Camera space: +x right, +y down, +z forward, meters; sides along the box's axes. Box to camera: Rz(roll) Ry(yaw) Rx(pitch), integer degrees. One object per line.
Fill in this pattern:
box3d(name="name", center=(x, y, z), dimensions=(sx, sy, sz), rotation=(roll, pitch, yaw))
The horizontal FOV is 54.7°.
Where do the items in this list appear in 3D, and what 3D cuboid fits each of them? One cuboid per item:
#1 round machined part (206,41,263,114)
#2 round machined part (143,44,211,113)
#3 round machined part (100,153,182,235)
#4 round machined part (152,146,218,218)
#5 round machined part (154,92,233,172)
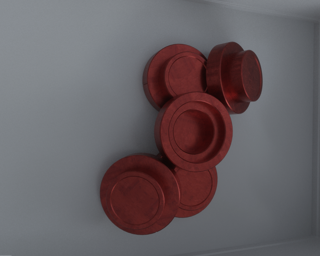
box3d(name="round machined part", center=(0.106, -0.068, 0.417), dimensions=(0.099, 0.042, 0.097), rotation=(5, 84, -50))
box3d(name="round machined part", center=(0.030, -0.063, 0.411), dimensions=(0.099, 0.042, 0.097), rotation=(0, 90, -21))
box3d(name="round machined part", center=(-0.025, 0.081, 0.369), dimensions=(0.098, 0.042, 0.097), rotation=(1, 94, 9))
box3d(name="round machined part", center=(0.035, 0.072, 0.414), dimensions=(0.099, 0.042, 0.097), rotation=(0, 90, -21))
box3d(name="round machined part", center=(0.039, 0.005, 0.392), dimensions=(0.099, 0.042, 0.097), rotation=(0, 90, -21))
